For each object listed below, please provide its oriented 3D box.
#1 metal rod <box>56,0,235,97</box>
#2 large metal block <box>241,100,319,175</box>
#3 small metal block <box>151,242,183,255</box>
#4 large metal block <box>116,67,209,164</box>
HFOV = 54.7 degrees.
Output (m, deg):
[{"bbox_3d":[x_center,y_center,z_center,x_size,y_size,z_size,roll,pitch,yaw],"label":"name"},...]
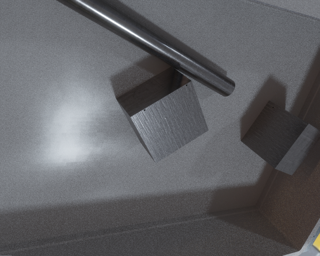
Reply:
[{"bbox_3d":[-0.019,-0.100,0.337,0.302,0.025,0.025,22,107,-37],"label":"metal rod"},{"bbox_3d":[0.190,0.015,0.489,0.050,0.080,0.080,21,107,-37],"label":"large metal block"},{"bbox_3d":[0.009,0.243,0.569,0.050,0.025,0.050,-1,119,-28],"label":"small metal block"},{"bbox_3d":[0.005,-0.016,0.387,0.080,0.050,0.080,-32,129,-8],"label":"large metal block"}]
